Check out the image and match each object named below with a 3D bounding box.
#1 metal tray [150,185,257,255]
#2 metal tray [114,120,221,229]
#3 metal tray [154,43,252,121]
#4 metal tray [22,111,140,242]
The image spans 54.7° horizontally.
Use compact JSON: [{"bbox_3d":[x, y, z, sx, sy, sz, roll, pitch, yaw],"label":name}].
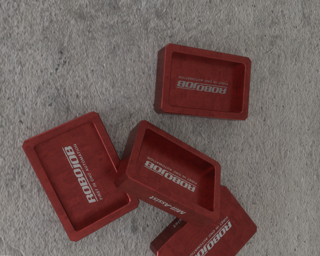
[{"bbox_3d":[0.063,0.152,0.430,0.130,0.030,0.090,-41,103,-15],"label":"metal tray"},{"bbox_3d":[0.016,0.057,0.386,0.131,0.030,0.090,30,43,-18],"label":"metal tray"},{"bbox_3d":[0.061,-0.060,0.428,0.131,0.030,0.089,5,89,-20],"label":"metal tray"},{"bbox_3d":[-0.092,0.056,0.372,0.091,0.030,0.129,-26,99,-18],"label":"metal tray"}]
